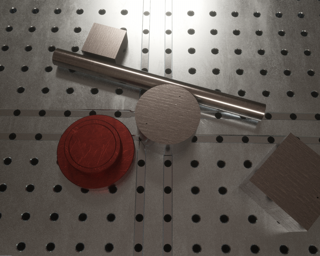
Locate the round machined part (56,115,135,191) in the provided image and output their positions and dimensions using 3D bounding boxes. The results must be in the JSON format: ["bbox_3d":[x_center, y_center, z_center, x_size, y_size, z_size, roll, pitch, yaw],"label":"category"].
[{"bbox_3d":[-0.081,0.028,0.392,0.099,0.042,0.098,0,70,-1],"label":"round machined part"}]

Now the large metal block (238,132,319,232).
[{"bbox_3d":[0.158,0.067,0.376,0.080,0.050,0.080,42,75,13],"label":"large metal block"}]

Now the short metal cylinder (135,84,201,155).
[{"bbox_3d":[0.009,-0.010,0.402,0.081,0.050,0.080,0,70,0],"label":"short metal cylinder"}]

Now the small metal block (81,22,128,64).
[{"bbox_3d":[-0.080,-0.122,0.455,0.050,0.025,0.050,16,71,5],"label":"small metal block"}]

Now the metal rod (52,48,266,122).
[{"bbox_3d":[-0.005,-0.062,0.434,0.301,0.025,0.025,16,71,5],"label":"metal rod"}]
